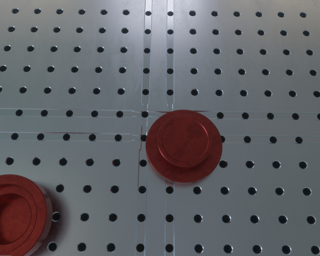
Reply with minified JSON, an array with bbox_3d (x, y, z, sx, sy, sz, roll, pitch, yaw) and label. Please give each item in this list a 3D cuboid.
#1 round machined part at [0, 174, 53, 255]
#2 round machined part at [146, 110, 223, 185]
[{"bbox_3d":[-0.175,0.106,0.363,0.099,0.042,0.098,0,70,0],"label":"round machined part"},{"bbox_3d":[0.031,0.021,0.395,0.099,0.042,0.098,0,70,0],"label":"round machined part"}]
